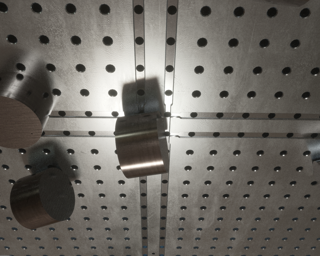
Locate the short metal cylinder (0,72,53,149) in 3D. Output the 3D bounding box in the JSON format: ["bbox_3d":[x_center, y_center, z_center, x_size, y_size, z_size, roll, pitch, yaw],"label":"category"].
[{"bbox_3d":[-0.177,-0.021,0.375,0.081,0.050,0.079,0,130,0],"label":"short metal cylinder"}]

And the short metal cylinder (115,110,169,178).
[{"bbox_3d":[-0.020,0.021,0.393,0.050,0.080,0.080,-9,130,7],"label":"short metal cylinder"}]

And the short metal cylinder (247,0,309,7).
[{"bbox_3d":[0.099,-0.145,0.254,0.050,0.080,0.079,6,130,-6],"label":"short metal cylinder"}]

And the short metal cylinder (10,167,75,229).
[{"bbox_3d":[-0.173,0.105,0.462,0.050,0.080,0.080,-20,128,15],"label":"short metal cylinder"}]

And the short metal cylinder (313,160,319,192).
[{"bbox_3d":[0.263,0.080,0.448,0.050,0.080,0.080,-17,128,13],"label":"short metal cylinder"}]
